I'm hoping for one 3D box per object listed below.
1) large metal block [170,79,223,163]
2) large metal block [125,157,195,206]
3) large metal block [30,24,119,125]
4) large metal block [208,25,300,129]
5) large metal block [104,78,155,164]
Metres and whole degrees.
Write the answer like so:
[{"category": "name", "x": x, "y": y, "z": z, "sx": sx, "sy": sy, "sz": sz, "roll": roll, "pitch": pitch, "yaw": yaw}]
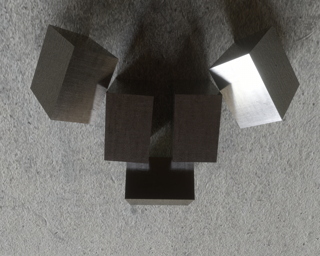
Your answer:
[{"category": "large metal block", "x": 0.040, "y": -0.012, "z": 0.378, "sx": 0.050, "sy": 0.080, "sz": 0.079, "roll": 1, "pitch": 110, "yaw": -1}, {"category": "large metal block", "x": 0.000, "y": 0.071, "z": 0.401, "sx": 0.081, "sy": 0.080, "sz": 0.050, "roll": 1, "pitch": 71, "yaw": -1}, {"category": "large metal block", "x": -0.100, "y": -0.060, "z": 0.349, "sx": 0.050, "sy": 0.080, "sz": 0.079, "roll": 7, "pitch": 115, "yaw": -42}, {"category": "large metal block", "x": 0.111, "y": -0.058, "z": 0.355, "sx": 0.050, "sy": 0.080, "sz": 0.080, "roll": -15, "pitch": 114, "yaw": 45}, {"category": "large metal block", "x": -0.035, "y": -0.012, "z": 0.377, "sx": 0.050, "sy": 0.080, "sz": 0.079, "roll": 5, "pitch": 110, "yaw": -2}]
